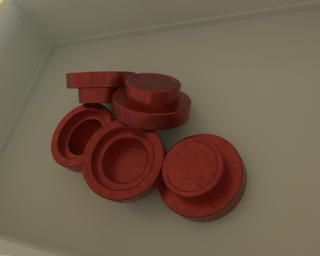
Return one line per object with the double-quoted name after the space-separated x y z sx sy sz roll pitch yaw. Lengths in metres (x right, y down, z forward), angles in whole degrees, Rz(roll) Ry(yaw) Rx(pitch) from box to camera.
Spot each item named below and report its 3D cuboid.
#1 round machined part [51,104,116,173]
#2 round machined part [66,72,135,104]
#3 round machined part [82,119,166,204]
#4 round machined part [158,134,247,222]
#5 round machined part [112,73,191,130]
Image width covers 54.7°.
-0.098 0.017 0.431 0.098 0.042 0.098 -13 56 20 "round machined part"
-0.083 -0.058 0.447 0.098 0.099 0.042 3 99 29 "round machined part"
-0.039 0.041 0.372 0.098 0.042 0.098 -5 67 12 "round machined part"
0.041 0.049 0.340 0.098 0.042 0.098 -13 56 20 "round machined part"
-0.010 -0.039 0.385 0.099 0.042 0.098 4 27 -2 "round machined part"
